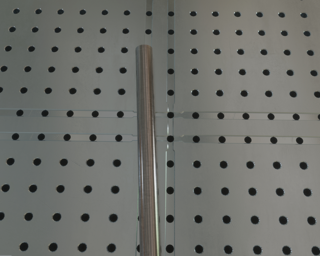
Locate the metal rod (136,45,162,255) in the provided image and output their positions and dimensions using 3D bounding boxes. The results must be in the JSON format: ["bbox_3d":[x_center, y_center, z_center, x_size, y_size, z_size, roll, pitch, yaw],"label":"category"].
[{"bbox_3d":[-0.017,0.026,0.402,0.025,0.025,0.299,-2,70,-1],"label":"metal rod"}]
